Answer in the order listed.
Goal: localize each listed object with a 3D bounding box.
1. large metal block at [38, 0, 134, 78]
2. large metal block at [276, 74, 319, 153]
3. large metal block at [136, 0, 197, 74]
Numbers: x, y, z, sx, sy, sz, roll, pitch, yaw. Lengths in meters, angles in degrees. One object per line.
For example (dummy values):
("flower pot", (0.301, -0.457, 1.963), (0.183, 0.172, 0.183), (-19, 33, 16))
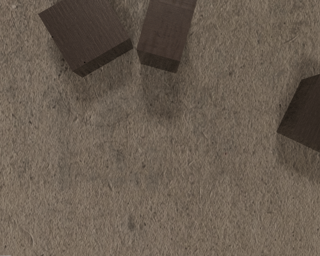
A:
("large metal block", (-0.091, -0.123, 0.396), (0.080, 0.050, 0.080), (-31, 90, 0))
("large metal block", (0.213, -0.013, 0.400), (0.080, 0.050, 0.080), (25, 90, -1))
("large metal block", (0.009, -0.119, 0.383), (0.050, 0.080, 0.080), (15, 90, 0))
